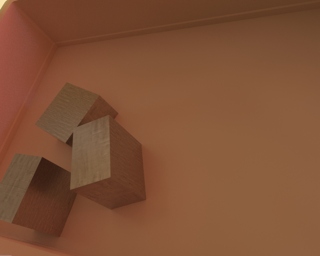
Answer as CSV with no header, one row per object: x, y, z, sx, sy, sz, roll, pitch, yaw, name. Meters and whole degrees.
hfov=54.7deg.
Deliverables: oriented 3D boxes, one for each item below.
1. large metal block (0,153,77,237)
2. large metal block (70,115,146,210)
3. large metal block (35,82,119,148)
-0.158,0.087,0.400,0.050,0.080,0.080,3,63,30,large metal block
-0.060,0.044,0.375,0.050,0.080,0.080,-20,54,17,large metal block
-0.124,-0.014,0.464,0.080,0.050,0.080,23,74,36,large metal block
